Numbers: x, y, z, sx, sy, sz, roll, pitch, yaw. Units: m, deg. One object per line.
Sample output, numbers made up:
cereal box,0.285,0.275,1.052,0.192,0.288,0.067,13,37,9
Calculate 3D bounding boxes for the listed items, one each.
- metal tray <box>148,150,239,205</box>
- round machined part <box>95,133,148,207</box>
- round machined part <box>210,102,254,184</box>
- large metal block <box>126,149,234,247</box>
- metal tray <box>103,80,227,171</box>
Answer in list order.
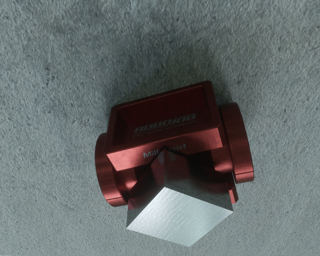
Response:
metal tray,0.032,0.069,0.423,0.130,0.090,0.030,-13,129,10
round machined part,-0.045,0.050,0.402,0.042,0.098,0.098,-12,129,10
round machined part,0.082,0.020,0.379,0.042,0.098,0.098,-12,129,10
large metal block,0.019,0.079,0.339,0.080,0.050,0.080,23,126,-19
metal tray,0.004,-0.005,0.363,0.130,0.090,0.030,-14,129,11
